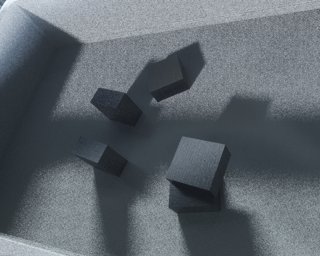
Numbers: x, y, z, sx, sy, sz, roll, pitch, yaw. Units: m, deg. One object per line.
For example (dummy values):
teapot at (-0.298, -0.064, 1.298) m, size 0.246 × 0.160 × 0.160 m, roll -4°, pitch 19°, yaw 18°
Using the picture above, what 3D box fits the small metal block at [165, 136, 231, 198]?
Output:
small metal block at (0.041, 0.040, 0.328) m, size 0.050 × 0.025 × 0.050 m, roll 11°, pitch 67°, yaw 32°

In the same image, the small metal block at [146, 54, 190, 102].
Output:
small metal block at (0.010, -0.072, 0.445) m, size 0.050 × 0.025 × 0.050 m, roll -21°, pitch 54°, yaw 15°

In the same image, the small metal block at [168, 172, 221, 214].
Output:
small metal block at (0.039, 0.066, 0.345) m, size 0.050 × 0.025 × 0.050 m, roll -9°, pitch 58°, yaw 23°

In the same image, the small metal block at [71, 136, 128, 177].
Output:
small metal block at (-0.079, 0.038, 0.408) m, size 0.050 × 0.050 × 0.025 m, roll 14°, pitch 70°, yaw 34°

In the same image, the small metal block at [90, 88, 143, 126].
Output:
small metal block at (-0.061, -0.030, 0.440) m, size 0.050 × 0.050 × 0.025 m, roll 14°, pitch 70°, yaw 34°
